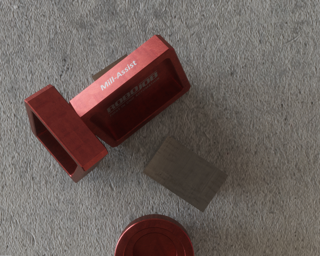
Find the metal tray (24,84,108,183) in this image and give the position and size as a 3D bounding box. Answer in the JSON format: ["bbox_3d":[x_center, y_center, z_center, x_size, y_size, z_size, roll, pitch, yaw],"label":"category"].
[{"bbox_3d":[-0.109,0.014,0.356,0.030,0.130,0.090,-40,90,-24],"label":"metal tray"}]

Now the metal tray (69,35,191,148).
[{"bbox_3d":[-0.031,-0.040,0.375,0.130,0.090,0.030,-38,60,0],"label":"metal tray"}]

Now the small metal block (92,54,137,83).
[{"bbox_3d":[-0.054,-0.065,0.397,0.050,0.050,0.025,-34,90,0],"label":"small metal block"}]

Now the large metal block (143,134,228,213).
[{"bbox_3d":[0.028,0.051,0.383,0.080,0.080,0.050,34,90,0],"label":"large metal block"}]

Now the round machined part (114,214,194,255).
[{"bbox_3d":[-0.007,0.160,0.401,0.099,0.042,0.097,0,90,0],"label":"round machined part"}]
